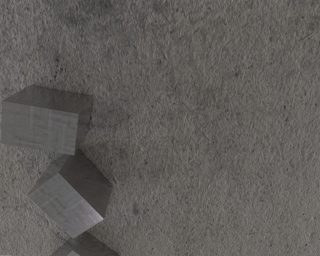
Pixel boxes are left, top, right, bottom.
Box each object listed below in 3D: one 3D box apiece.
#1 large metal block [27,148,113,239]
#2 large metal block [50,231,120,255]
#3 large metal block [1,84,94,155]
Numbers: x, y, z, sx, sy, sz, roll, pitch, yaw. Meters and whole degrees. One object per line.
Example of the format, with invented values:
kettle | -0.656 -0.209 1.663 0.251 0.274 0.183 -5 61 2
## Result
large metal block | -0.113 0.081 0.409 0.050 0.080 0.080 -35 107 12
large metal block | -0.121 0.215 0.474 0.080 0.050 0.080 42 105 -14
large metal block | -0.131 -0.013 0.374 0.081 0.080 0.050 10 110 -4
